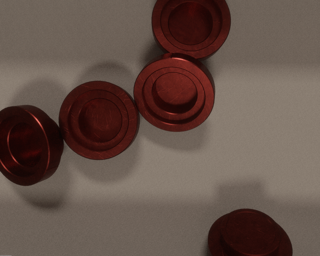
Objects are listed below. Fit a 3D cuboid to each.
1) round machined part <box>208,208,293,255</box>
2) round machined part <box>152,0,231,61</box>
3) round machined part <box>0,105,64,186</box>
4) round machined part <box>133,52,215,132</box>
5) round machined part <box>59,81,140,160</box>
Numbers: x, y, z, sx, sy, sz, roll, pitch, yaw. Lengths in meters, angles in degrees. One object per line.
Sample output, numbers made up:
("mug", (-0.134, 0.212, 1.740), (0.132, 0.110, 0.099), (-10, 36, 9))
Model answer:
("round machined part", (0.108, 0.137, 0.373), (0.099, 0.098, 0.042), (-5, 122, -1))
("round machined part", (0.039, -0.133, 0.403), (0.099, 0.042, 0.097), (0, 90, -1))
("round machined part", (-0.161, 0.019, 0.388), (0.098, 0.042, 0.097), (4, 101, 24))
("round machined part", (0.020, -0.047, 0.389), (0.098, 0.042, 0.097), (5, 121, 9))
("round machined part", (-0.074, -0.010, 0.399), (0.099, 0.042, 0.097), (0, 92, 4))
